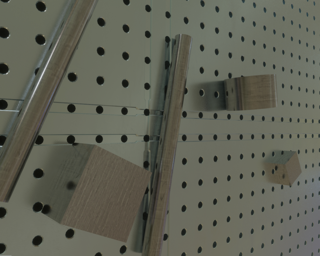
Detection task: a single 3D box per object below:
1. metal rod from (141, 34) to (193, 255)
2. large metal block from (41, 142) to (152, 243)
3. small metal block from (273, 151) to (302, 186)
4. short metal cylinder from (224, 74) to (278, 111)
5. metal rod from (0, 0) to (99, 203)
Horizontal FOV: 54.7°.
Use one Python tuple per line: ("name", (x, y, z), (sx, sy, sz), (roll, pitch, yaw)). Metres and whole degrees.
("metal rod", (0.011, 0.019, 0.418), (0.025, 0.025, 0.299), (15, 81, -39))
("large metal block", (-0.066, 0.069, 0.337), (0.080, 0.050, 0.080), (32, 70, -35))
("small metal block", (0.259, 0.081, 0.626), (0.050, 0.025, 0.050), (-34, 111, -35))
("short metal cylinder", (0.145, -0.056, 0.495), (0.081, 0.080, 0.050), (-9, 96, -40))
("metal rod", (-0.105, -0.073, 0.321), (0.025, 0.025, 0.299), (30, 71, -36))
